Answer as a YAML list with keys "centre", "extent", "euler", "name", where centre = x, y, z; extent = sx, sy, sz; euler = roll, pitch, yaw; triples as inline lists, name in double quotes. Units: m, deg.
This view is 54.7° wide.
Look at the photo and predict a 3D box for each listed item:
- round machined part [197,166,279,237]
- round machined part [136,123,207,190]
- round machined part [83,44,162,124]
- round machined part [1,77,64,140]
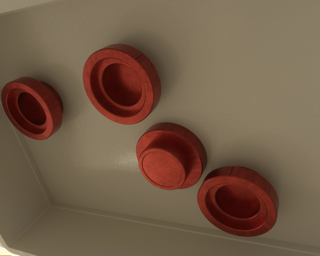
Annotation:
- centre: [0.102, 0.089, 0.399]
  extent: [0.098, 0.042, 0.097]
  euler: [13, 124, 21]
  name: "round machined part"
- centre: [0.010, 0.045, 0.420]
  extent: [0.098, 0.042, 0.097]
  euler: [13, 124, 21]
  name: "round machined part"
- centre: [-0.043, -0.057, 0.385]
  extent: [0.098, 0.042, 0.097]
  euler: [13, 124, 21]
  name: "round machined part"
- centre: [-0.190, -0.033, 0.477]
  extent: [0.098, 0.042, 0.097]
  euler: [13, 124, 21]
  name: "round machined part"
